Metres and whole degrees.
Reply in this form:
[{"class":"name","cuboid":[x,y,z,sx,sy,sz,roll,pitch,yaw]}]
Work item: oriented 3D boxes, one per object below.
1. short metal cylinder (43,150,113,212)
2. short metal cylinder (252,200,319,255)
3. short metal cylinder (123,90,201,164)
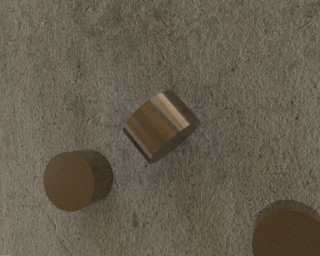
[{"class":"short metal cylinder","cuboid":[-0.114,0.072,0.436,0.080,0.050,0.080,0,90,20]},{"class":"short metal cylinder","cuboid":[0.146,0.125,0.344,0.080,0.050,0.080,0,90,20]},{"class":"short metal cylinder","cuboid":[0.002,-0.001,0.379,0.080,0.080,0.050,-43,77,15]}]
